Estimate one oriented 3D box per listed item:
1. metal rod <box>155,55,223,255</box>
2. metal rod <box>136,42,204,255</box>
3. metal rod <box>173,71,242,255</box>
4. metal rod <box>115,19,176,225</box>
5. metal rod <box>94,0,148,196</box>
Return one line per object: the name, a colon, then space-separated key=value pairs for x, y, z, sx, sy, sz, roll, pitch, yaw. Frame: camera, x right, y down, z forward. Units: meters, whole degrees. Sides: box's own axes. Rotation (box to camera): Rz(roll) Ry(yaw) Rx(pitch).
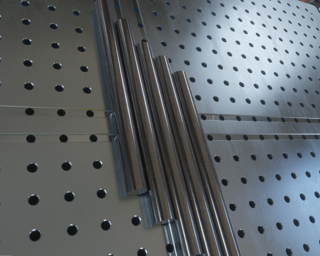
metal rod: x=0.031 y=0.029 z=0.408 sx=0.025 sy=0.025 sz=0.299 roll=1 pitch=61 yaw=-28
metal rod: x=0.005 y=0.010 z=0.405 sx=0.025 sy=0.025 sz=0.299 roll=1 pitch=61 yaw=-28
metal rod: x=0.059 y=0.052 z=0.409 sx=0.025 sy=0.025 sz=0.299 roll=1 pitch=61 yaw=-28
metal rod: x=-0.026 y=-0.026 z=0.410 sx=0.025 sy=0.025 sz=0.299 roll=1 pitch=61 yaw=-28
metal rod: x=-0.057 y=-0.059 z=0.414 sx=0.025 sy=0.025 sz=0.299 roll=1 pitch=61 yaw=-28
